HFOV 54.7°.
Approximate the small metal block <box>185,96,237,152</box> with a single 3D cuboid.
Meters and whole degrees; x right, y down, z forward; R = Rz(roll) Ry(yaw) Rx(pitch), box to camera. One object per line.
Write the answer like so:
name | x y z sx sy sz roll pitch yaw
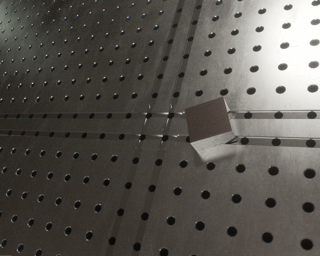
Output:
small metal block | 0.061 -0.005 0.378 0.050 0.025 0.050 -18 55 17
